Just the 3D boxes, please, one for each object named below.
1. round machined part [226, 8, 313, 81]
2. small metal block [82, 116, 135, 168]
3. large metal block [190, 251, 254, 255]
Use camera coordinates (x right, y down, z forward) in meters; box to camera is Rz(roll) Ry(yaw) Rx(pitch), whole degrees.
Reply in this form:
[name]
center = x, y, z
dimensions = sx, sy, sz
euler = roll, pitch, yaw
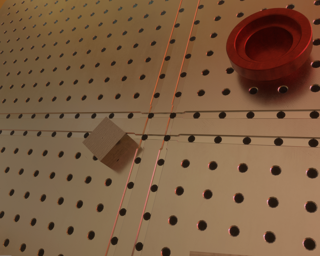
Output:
[round machined part]
center = 0.136, -0.098, 0.386
dimensions = 0.098, 0.042, 0.098
euler = -13, 56, 21
[small metal block]
center = -0.073, 0.019, 0.435
dimensions = 0.050, 0.025, 0.050
euler = -48, 51, -6
[large metal block]
center = 0.058, 0.150, 0.250
dimensions = 0.050, 0.080, 0.080
euler = -6, 59, 25
